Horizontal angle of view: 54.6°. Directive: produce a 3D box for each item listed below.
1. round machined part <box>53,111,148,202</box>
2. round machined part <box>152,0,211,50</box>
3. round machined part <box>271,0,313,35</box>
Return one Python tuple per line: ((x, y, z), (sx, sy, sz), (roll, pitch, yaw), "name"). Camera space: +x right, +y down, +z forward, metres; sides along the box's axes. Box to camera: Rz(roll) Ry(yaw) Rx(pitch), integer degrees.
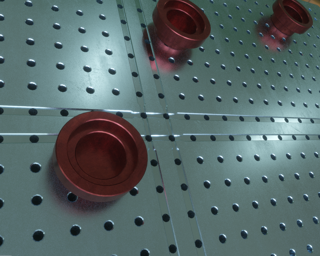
((-0.067, 0.034, 0.341), (0.099, 0.042, 0.098), (13, 56, -21), "round machined part")
((0.032, -0.170, 0.517), (0.099, 0.042, 0.098), (13, 56, -21), "round machined part")
((0.295, -0.252, 0.708), (0.099, 0.042, 0.098), (13, 56, -21), "round machined part")
